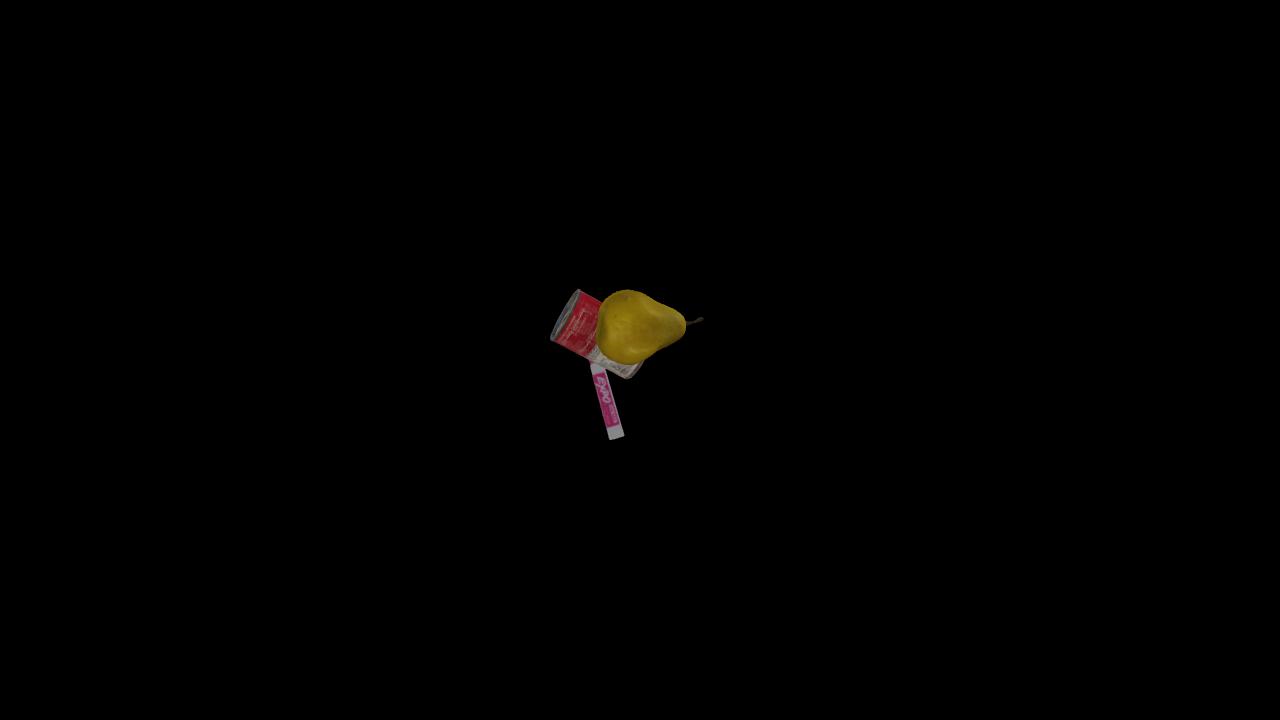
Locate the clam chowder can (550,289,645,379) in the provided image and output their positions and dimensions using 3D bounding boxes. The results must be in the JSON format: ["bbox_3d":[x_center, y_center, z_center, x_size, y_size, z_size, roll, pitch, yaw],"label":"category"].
[{"bbox_3d":[-0.043,-0.029,0.713,0.102,0.068,0.068,29,-8,-14],"label":"clam chowder can"}]

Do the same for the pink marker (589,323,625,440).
[{"bbox_3d":[-0.043,0.034,0.728,0.020,0.121,0.020,-16,-4,-1],"label":"pink marker"}]

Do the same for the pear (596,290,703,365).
[{"bbox_3d":[0.010,-0.033,0.657,0.111,0.080,0.080,5,-1,-14],"label":"pear"}]
